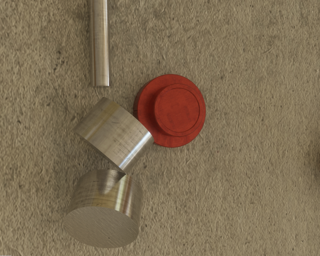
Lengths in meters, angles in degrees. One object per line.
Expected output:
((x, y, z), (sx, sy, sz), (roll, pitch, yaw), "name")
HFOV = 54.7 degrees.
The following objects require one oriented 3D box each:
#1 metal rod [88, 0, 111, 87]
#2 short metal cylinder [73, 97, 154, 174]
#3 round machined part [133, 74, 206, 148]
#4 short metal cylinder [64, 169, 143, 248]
((-0.076, -0.200, 0.380), (0.025, 0.025, 0.298), (-2, 91, -20), "metal rod")
((-0.054, 0.010, 0.361), (0.080, 0.080, 0.050), (43, 76, -15), "short metal cylinder")
((0.017, -0.023, 0.407), (0.099, 0.042, 0.097), (0, 90, -21), "round machined part")
((-0.062, 0.093, 0.352), (0.080, 0.050, 0.079), (2, 130, 2), "short metal cylinder")
